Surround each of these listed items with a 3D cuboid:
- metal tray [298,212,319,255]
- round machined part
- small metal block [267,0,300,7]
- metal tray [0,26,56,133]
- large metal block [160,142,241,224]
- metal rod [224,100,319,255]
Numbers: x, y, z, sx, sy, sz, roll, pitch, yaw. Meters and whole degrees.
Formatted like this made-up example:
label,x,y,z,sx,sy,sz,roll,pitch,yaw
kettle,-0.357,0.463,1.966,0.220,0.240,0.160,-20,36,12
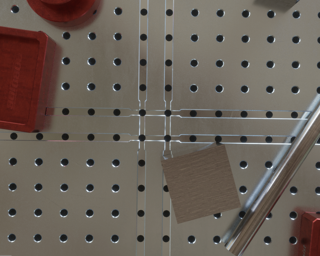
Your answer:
label,x,y,z,sx,sy,sz,roll,pitch,yaw
metal tray,0.236,0.185,0.414,0.091,0.030,0.129,6,90,-1
round machined part,-0.130,-0.187,0.403,0.099,0.042,0.097,0,90,-1
small metal block,0.165,-0.198,0.415,0.050,0.025,0.050,15,90,-1
metal tray,-0.196,-0.063,0.408,0.091,0.030,0.129,8,90,-1
large metal block,0.050,0.068,0.402,0.080,0.050,0.080,-15,90,-1
metal rod,0.180,0.040,0.415,0.025,0.025,0.299,34,90,-1
